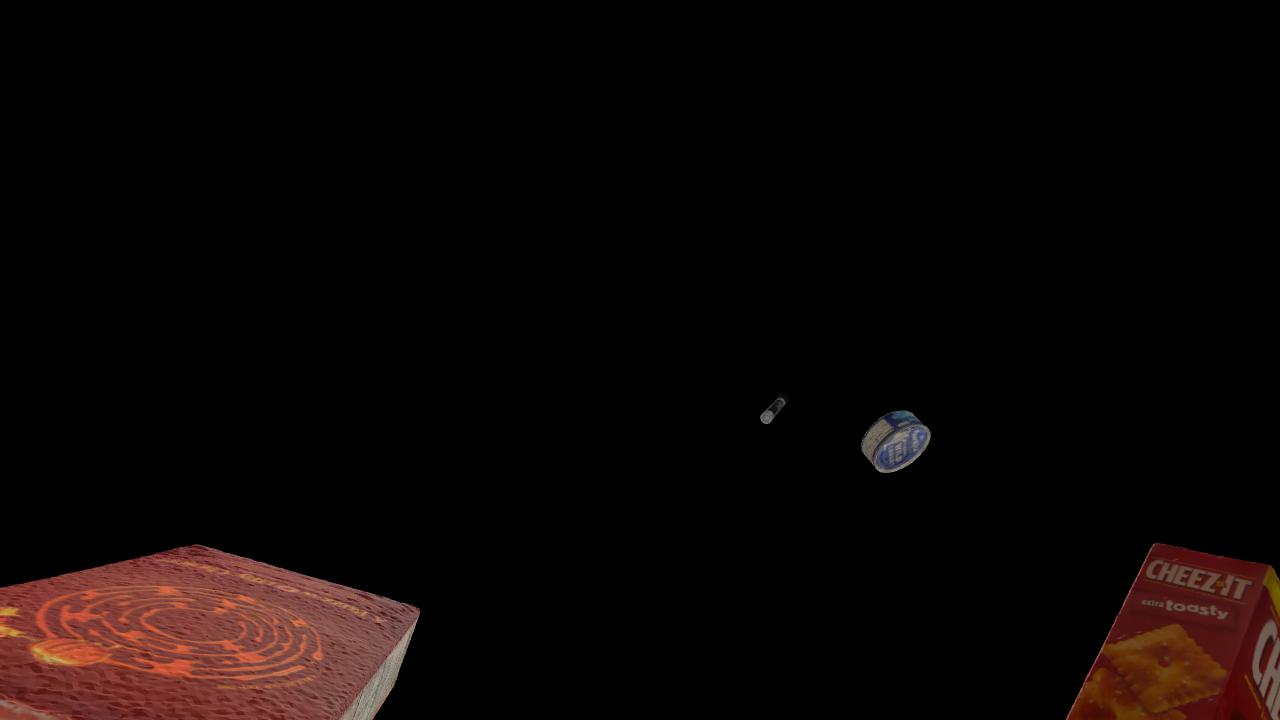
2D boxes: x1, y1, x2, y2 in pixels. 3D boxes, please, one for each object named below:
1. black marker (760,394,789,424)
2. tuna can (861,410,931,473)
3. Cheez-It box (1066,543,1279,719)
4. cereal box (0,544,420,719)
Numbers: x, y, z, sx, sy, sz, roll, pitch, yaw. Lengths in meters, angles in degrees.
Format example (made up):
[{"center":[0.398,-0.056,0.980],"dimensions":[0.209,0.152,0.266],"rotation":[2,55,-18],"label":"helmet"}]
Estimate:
[{"center":[0.226,0.079,1.022],"dimensions":[0.020,0.020,0.121],"rotation":[0,13,28],"label":"black marker"},{"center":[0.334,0.107,0.805],"dimensions":[0.084,0.084,0.034],"rotation":[0,36,-23],"label":"tuna can"},{"center":[0.342,0.256,0.383],"dimensions":[0.223,0.166,0.071],"rotation":[-39,17,-24],"label":"Cheez-It box"},{"center":[-0.269,0.193,0.374],"dimensions":[0.203,0.081,0.306],"rotation":[19,-12,-6],"label":"cereal box"}]
